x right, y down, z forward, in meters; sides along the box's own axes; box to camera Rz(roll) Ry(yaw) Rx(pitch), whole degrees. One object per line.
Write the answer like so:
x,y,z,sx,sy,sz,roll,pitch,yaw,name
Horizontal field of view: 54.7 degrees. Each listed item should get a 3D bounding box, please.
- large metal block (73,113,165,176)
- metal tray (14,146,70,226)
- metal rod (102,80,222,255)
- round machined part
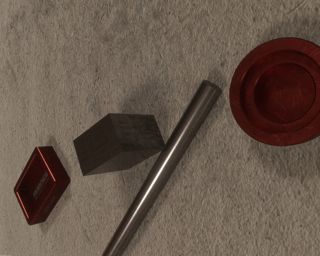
-0.053,0.022,0.411,0.080,0.081,0.050,-32,70,35,large metal block
-0.226,0.108,0.584,0.090,0.030,0.129,51,120,27,metal tray
-0.007,0.072,0.408,0.025,0.025,0.298,43,115,31,metal rod
0.120,-0.032,0.294,0.098,0.042,0.097,0,90,39,round machined part
